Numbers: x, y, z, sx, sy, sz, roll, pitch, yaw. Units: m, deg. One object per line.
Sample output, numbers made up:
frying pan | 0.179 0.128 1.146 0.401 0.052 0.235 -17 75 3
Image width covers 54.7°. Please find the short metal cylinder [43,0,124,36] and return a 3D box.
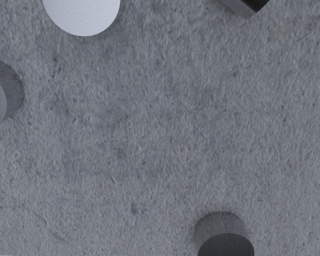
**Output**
short metal cylinder | -0.081 -0.144 0.342 0.081 0.050 0.079 0 110 -1

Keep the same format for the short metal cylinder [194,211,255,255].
short metal cylinder | 0.093 0.173 0.462 0.081 0.050 0.079 0 110 -1

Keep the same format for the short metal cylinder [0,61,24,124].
short metal cylinder | -0.217 -0.041 0.378 0.081 0.050 0.079 0 110 -1

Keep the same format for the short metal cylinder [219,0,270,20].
short metal cylinder | 0.095 -0.162 0.322 0.050 0.080 0.080 33 106 -12
